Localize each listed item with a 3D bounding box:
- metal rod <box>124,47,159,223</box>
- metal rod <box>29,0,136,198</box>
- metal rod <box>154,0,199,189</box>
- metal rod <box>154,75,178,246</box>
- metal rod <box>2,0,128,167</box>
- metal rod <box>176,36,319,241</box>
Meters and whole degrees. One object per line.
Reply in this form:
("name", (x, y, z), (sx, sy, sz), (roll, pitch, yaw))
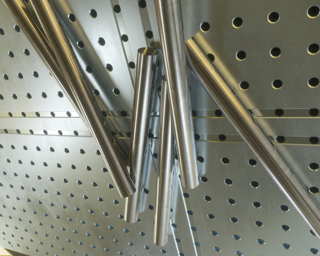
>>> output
("metal rod", (-0.031, 0.032, 0.447), (0.025, 0.025, 0.298), (20, 126, 16))
("metal rod", (-0.101, -0.038, 0.424), (0.025, 0.025, 0.299), (-12, 107, 33))
("metal rod", (0.021, -0.042, 0.348), (0.025, 0.025, 0.298), (8, 130, 24))
("metal rod", (0.008, 0.066, 0.448), (0.025, 0.025, 0.298), (16, 125, 19))
("metal rod", (-0.132, -0.065, 0.441), (0.025, 0.025, 0.299), (-20, 108, 36))
("metal rod", (0.120, 0.023, 0.362), (0.025, 0.025, 0.300), (-32, 101, 38))
